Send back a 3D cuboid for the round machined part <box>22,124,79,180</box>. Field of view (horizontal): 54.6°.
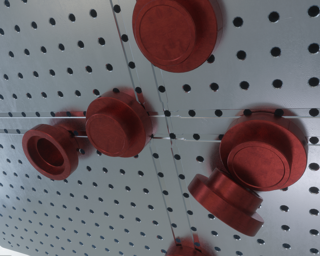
[{"bbox_3d":[-0.176,0.035,0.516,0.098,0.042,0.097,13,124,21],"label":"round machined part"}]

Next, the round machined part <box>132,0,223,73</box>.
[{"bbox_3d":[0.013,-0.105,0.329,0.098,0.042,0.097,13,124,21],"label":"round machined part"}]

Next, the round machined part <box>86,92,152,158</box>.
[{"bbox_3d":[-0.064,0.002,0.436,0.098,0.042,0.097,13,124,21],"label":"round machined part"}]

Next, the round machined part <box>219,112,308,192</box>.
[{"bbox_3d":[0.117,0.034,0.360,0.098,0.042,0.097,13,124,21],"label":"round machined part"}]

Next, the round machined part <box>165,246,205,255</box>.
[{"bbox_3d":[0.046,0.255,0.534,0.098,0.042,0.097,13,124,21],"label":"round machined part"}]

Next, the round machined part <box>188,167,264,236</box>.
[{"bbox_3d":[0.086,0.084,0.383,0.098,0.098,0.042,34,94,6],"label":"round machined part"}]
